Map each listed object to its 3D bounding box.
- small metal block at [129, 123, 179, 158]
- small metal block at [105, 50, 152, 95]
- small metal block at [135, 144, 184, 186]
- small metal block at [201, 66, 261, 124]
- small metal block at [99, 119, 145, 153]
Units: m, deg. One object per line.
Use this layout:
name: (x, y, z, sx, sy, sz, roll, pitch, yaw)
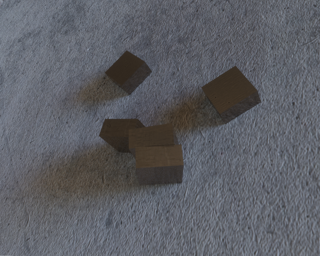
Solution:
small metal block: (-0.005, 0.021, 0.363, 0.050, 0.050, 0.025, -9, 57, 8)
small metal block: (-0.049, -0.087, 0.483, 0.050, 0.025, 0.050, -47, 51, -5)
small metal block: (0.000, 0.043, 0.352, 0.050, 0.050, 0.025, -4, 58, -1)
small metal block: (0.087, -0.041, 0.383, 0.050, 0.025, 0.050, -32, 52, 7)
small metal block: (-0.042, 0.011, 0.403, 0.050, 0.050, 0.025, 1, 62, 29)
